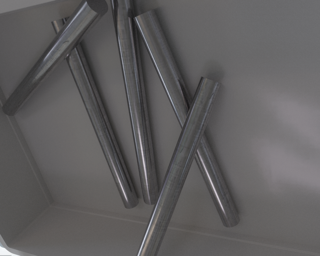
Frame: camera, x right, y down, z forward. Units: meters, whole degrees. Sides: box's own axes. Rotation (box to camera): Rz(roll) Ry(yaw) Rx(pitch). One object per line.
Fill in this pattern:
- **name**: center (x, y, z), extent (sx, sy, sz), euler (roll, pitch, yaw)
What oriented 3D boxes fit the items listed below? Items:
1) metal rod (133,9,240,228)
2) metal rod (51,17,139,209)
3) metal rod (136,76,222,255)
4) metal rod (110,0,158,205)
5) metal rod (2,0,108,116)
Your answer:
- **metal rod**: center (0.041, 0.003, 0.388), extent (0.025, 0.025, 0.299), euler (-12, 113, 33)
- **metal rod**: center (-0.086, -0.006, 0.449), extent (0.025, 0.025, 0.298), euler (-2, 118, 29)
- **metal rod**: center (0.010, 0.084, 0.378), extent (0.025, 0.025, 0.298), euler (22, 102, 15)
- **metal rod**: center (-0.028, -0.018, 0.412), extent (0.025, 0.025, 0.298), euler (8, 122, 24)
- **metal rod**: center (-0.158, -0.079, 0.417), extent (0.299, 0.025, 0.025), euler (-26, 104, 45)
